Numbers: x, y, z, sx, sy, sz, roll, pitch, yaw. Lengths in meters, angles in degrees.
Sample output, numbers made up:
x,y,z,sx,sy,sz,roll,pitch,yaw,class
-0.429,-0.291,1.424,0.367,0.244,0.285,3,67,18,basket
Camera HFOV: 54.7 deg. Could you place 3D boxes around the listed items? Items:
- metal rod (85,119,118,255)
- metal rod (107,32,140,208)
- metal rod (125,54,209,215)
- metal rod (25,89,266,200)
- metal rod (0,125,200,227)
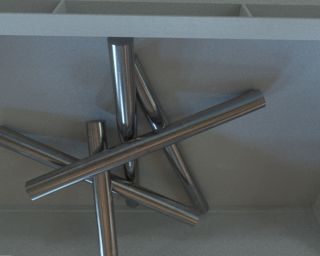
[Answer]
x,y,z,sx,sy,sz,roll,pitch,yaw,class
-0.073,0.137,0.421,0.025,0.025,0.298,-3,101,2,metal rod
-0.041,0.018,0.404,0.025,0.025,0.298,1,136,-1,metal rod
0.018,0.030,0.435,0.025,0.025,0.299,-17,129,13,metal rod
-0.016,0.019,0.377,0.301,0.025,0.025,-22,128,-1,metal rod
-0.083,0.071,0.434,0.301,0.025,0.025,25,126,-8,metal rod
